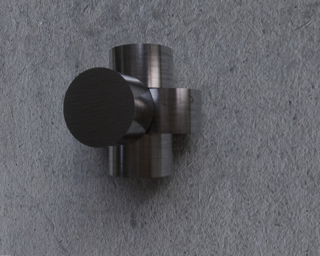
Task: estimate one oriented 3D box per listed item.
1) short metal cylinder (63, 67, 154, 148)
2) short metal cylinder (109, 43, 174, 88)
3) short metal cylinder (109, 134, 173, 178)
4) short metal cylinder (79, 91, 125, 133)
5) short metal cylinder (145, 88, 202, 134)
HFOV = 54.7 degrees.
[{"bbox_3d":[-0.053,-0.020,0.329,0.080,0.050,0.079,0,90,19],"label":"short metal cylinder"},{"bbox_3d":[-0.023,-0.070,0.388,0.080,0.080,0.050,-2,90,19],"label":"short metal cylinder"},{"bbox_3d":[-0.023,0.031,0.388,0.080,0.080,0.050,0,90,19],"label":"short metal cylinder"},{"bbox_3d":[-0.066,-0.018,0.403,0.080,0.080,0.050,-1,90,19],"label":"short metal cylinder"},{"bbox_3d":[0.011,-0.019,0.376,0.080,0.080,0.050,0,90,19],"label":"short metal cylinder"}]
